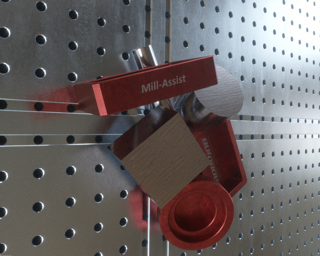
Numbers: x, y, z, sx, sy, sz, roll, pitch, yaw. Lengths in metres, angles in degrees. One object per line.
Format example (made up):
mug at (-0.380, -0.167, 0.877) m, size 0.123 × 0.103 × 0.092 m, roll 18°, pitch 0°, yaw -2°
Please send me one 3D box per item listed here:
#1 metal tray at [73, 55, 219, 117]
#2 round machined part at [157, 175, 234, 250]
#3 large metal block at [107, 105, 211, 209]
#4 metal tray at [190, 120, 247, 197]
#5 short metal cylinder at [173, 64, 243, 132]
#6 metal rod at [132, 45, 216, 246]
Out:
metal tray at (-0.016, -0.047, 0.330) m, size 0.131 × 0.090 × 0.030 m, roll -18°, pitch 104°, yaw -24°
round machined part at (0.044, 0.108, 0.413) m, size 0.099 × 0.042 × 0.097 m, roll -3°, pitch 104°, yaw -10°
large metal block at (-0.001, 0.032, 0.364) m, size 0.080 × 0.050 × 0.080 m, roll -40°, pitch 117°, yaw -13°
metal tray at (0.082, 0.048, 0.470) m, size 0.091 × 0.030 × 0.129 m, roll -32°, pitch 110°, yaw -36°
short metal cylinder at (0.066, -0.041, 0.424) m, size 0.081 × 0.050 × 0.080 m, roll 12°, pitch 62°, yaw -23°
metal rod at (0.026, 0.035, 0.426) m, size 0.025 × 0.025 × 0.298 m, roll -32°, pitch 110°, yaw -36°
